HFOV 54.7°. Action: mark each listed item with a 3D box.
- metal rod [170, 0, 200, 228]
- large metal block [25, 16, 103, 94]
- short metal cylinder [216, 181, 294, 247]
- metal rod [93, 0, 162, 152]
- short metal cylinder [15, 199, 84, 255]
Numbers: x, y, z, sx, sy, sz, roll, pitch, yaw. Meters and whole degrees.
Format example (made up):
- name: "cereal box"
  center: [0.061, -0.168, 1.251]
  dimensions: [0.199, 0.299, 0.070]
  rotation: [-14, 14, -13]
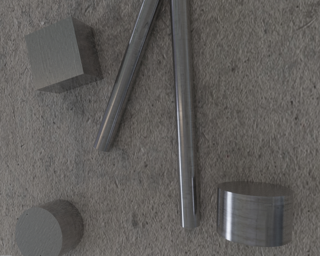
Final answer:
- name: "metal rod"
  center: [0.032, -0.025, 0.397]
  dimensions: [0.025, 0.025, 0.298]
  rotation: [-3, 89, 20]
- name: "large metal block"
  center: [-0.137, -0.101, 0.444]
  dimensions: [0.080, 0.050, 0.080]
  rotation: [-14, 85, 19]
- name: "short metal cylinder"
  center: [0.104, 0.091, 0.343]
  dimensions: [0.080, 0.080, 0.050]
  rotation: [2, 91, 20]
- name: "metal rod"
  center: [-0.032, -0.110, 0.420]
  dimensions: [0.025, 0.025, 0.298]
  rotation: [22, 97, 18]
- name: "short metal cylinder"
  center: [-0.160, 0.150, 0.452]
  dimensions: [0.080, 0.050, 0.080]
  rotation: [0, 90, 20]
